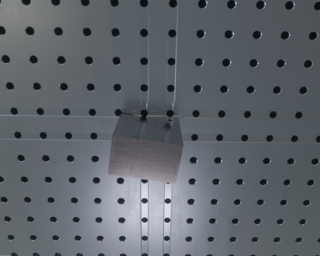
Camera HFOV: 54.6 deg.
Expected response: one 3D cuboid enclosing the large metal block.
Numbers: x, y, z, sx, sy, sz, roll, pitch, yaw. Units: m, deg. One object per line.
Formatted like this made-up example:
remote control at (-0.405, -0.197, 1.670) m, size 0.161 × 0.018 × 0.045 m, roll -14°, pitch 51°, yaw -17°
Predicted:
large metal block at (-0.017, 0.023, 0.392) m, size 0.080 × 0.080 × 0.050 m, roll 9°, pitch 110°, yaw -3°
